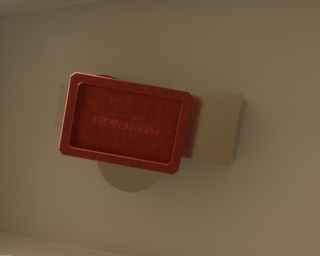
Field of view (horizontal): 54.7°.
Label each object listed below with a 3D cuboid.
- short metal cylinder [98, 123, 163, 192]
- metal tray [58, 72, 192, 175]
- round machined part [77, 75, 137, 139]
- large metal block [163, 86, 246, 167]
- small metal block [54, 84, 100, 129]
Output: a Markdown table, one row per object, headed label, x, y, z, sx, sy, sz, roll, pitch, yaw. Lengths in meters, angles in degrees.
| label | x | y | z | sx | sy | sz | roll | pitch | yaw |
| --- | --- | --- | --- | --- | --- | --- | --- | --- | --- |
| short metal cylinder | -0.032 | 0.034 | 0.394 | 0.080 | 0.050 | 0.079 | 2 | 103 | 7 |
| metal tray | -0.037 | -0.006 | 0.343 | 0.131 | 0.030 | 0.089 | 10 | 94 | 0 |
| round machined part | -0.084 | -0.025 | 0.428 | 0.098 | 0.042 | 0.097 | 0 | 90 | 19 |
| large metal block | 0.054 | -0.004 | 0.375 | 0.080 | 0.050 | 0.079 | 11 | 94 | 19 |
| small metal block | -0.100 | -0.025 | 0.385 | 0.025 | 0.050 | 0.050 | 13 | 95 | 19 |
